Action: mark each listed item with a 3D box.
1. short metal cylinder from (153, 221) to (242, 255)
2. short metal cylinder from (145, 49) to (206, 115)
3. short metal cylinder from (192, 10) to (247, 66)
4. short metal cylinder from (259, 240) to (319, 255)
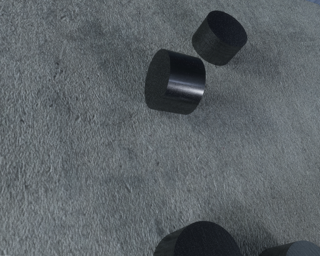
[{"bbox_3d":[0.039,0.143,0.321,0.081,0.050,0.080,14,56,-21],"label":"short metal cylinder"},{"bbox_3d":[0.018,-0.061,0.415,0.050,0.080,0.080,8,58,-24],"label":"short metal cylinder"},{"bbox_3d":[0.103,-0.156,0.538,0.081,0.050,0.080,14,56,-21],"label":"short metal cylinder"},{"bbox_3d":[0.161,0.179,0.365,0.081,0.050,0.080,14,56,-21],"label":"short metal cylinder"}]
